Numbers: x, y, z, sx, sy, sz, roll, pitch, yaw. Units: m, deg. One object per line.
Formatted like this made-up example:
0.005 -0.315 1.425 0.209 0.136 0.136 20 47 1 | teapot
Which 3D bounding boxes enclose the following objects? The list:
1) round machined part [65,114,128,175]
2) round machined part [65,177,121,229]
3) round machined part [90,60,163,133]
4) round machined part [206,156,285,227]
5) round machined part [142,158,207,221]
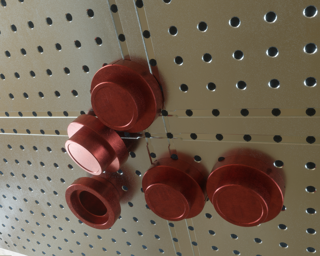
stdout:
-0.099 0.031 0.453 0.098 0.042 0.097 25 142 21 | round machined part
-0.109 0.123 0.532 0.098 0.042 0.097 13 124 20 | round machined part
-0.050 -0.035 0.403 0.098 0.042 0.097 13 124 20 | round machined part
0.106 0.087 0.398 0.098 0.042 0.097 13 124 20 | round machined part
0.017 0.096 0.449 0.098 0.042 0.097 13 124 20 | round machined part
